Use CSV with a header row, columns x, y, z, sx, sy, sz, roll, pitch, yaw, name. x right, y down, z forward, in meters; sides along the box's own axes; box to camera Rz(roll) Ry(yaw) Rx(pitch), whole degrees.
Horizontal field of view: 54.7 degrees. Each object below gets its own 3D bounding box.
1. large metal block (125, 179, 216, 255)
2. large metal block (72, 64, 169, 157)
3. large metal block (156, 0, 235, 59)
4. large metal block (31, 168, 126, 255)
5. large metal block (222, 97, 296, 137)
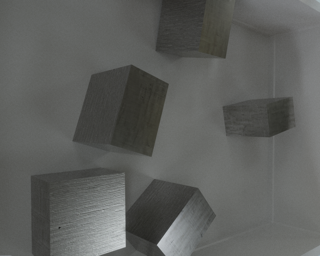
x,y,z,sx,sy,sz,roll,pitch,yaw,name
0.007,0.114,0.379,0.080,0.080,0.050,-47,119,-30,large metal block
-0.044,-0.016,0.336,0.050,0.080,0.080,22,76,-38,large metal block
0.044,-0.135,0.401,0.050,0.080,0.079,2,100,-40,large metal block
-0.084,0.088,0.322,0.081,0.050,0.079,-1,91,-40,large metal block
0.163,-0.019,0.511,0.081,0.080,0.050,-15,100,-39,large metal block
